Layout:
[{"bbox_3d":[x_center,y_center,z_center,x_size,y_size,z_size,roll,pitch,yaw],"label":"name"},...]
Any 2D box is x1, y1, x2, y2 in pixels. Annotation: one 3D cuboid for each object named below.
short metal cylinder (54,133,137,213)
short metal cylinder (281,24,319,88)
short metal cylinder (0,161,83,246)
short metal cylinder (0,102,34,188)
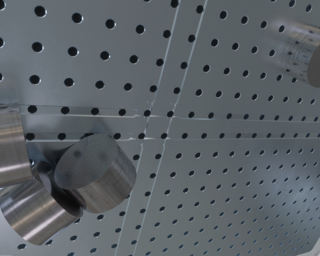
[{"bbox_3d":[-0.075,0.053,0.367,0.080,0.080,0.050,-34,129,-6],"label":"short metal cylinder"},{"bbox_3d":[0.227,-0.106,0.454,0.081,0.050,0.079,-14,124,-21],"label":"short metal cylinder"},{"bbox_3d":[-0.134,0.085,0.355,0.050,0.080,0.080,-37,129,-4],"label":"short metal cylinder"},{"bbox_3d":[-0.157,0.018,0.301,0.050,0.080,0.079,-11,123,-23],"label":"short metal cylinder"}]
